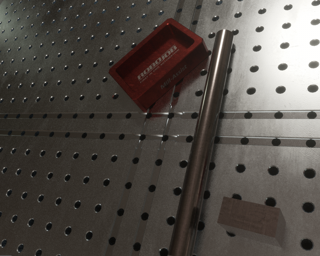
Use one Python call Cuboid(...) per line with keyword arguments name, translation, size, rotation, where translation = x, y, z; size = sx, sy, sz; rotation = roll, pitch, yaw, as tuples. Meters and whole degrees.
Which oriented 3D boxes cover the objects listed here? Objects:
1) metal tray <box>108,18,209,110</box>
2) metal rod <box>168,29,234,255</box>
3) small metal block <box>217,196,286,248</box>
Cuboid(name="metal tray", translation=(-0.004, -0.098, 0.465), size=(0.130, 0.030, 0.090), rotation=(-41, 51, -1))
Cuboid(name="metal rod", translation=(0.056, 0.001, 0.377), size=(0.025, 0.025, 0.300), rotation=(1, 62, 28))
Cuboid(name="small metal block", translation=(0.087, 0.089, 0.291), size=(0.050, 0.050, 0.025), rotation=(6, 65, 30))
